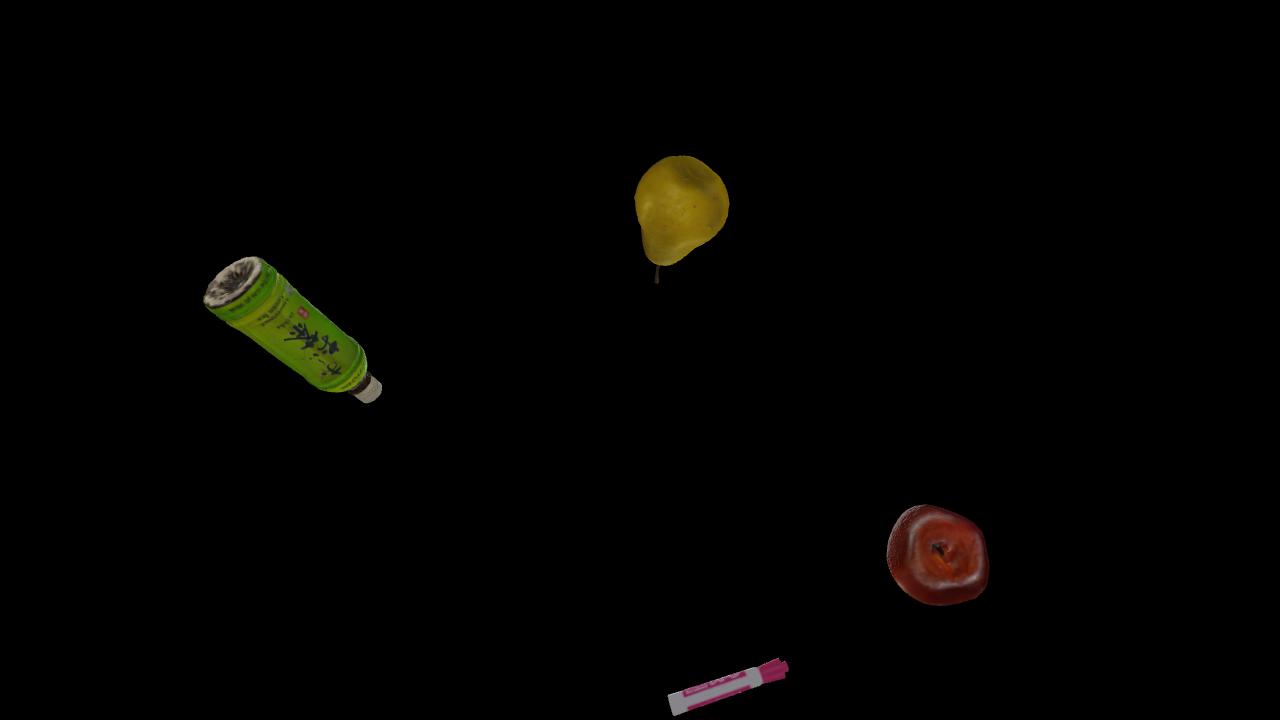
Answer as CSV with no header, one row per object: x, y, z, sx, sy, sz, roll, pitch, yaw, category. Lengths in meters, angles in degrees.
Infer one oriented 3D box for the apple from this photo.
0.240,0.159,0.500,0.079,0.079,0.093,0,-24,19,apple

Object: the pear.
0.026,-0.119,0.533,0.080,0.080,0.111,0,-36,-30,pear

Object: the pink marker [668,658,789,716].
0.087,0.317,0.599,0.121,0.020,0.020,-16,1,-4,pink marker

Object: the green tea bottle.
-0.363,-0.019,0.675,0.073,0.073,0.212,0,-34,20,green tea bottle
